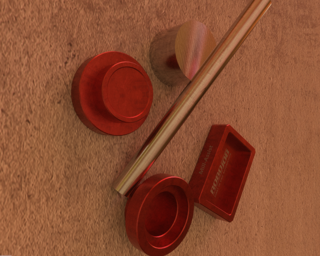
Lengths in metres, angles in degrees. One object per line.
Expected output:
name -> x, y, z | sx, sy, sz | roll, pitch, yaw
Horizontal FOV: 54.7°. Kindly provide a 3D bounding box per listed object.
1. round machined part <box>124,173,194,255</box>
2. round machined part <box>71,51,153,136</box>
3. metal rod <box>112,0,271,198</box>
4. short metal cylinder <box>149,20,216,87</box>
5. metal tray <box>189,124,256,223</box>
round machined part -> -0.005, 0.105, 0.387 | 0.099, 0.042, 0.097 | -7, 100, -44
round machined part -> -0.047, -0.039, 0.356 | 0.099, 0.042, 0.097 | 0, 90, -40
metal rod -> 0.042, -0.044, 0.383 | 0.025, 0.025, 0.300 | 40, 84, -33
short metal cylinder -> 0.033, -0.098, 0.418 | 0.081, 0.050, 0.079 | 0, 90, -40
metal tray -> 0.098, 0.070, 0.486 | 0.090, 0.030, 0.130 | 38, 67, -34
